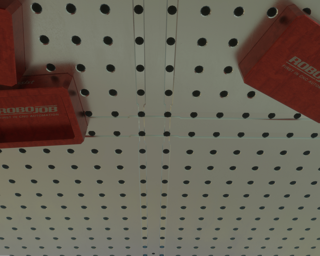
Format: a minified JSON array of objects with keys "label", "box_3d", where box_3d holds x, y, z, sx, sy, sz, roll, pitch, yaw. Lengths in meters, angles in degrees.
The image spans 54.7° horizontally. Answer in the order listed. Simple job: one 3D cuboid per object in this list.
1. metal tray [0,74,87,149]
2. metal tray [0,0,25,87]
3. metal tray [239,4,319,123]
[{"label":"metal tray","box_3d":[-0.167,-0.018,0.390,0.131,0.030,0.089,-3,130,2]},{"label":"metal tray","box_3d":[-0.215,-0.098,0.321,0.131,0.030,0.089,10,130,-9]},{"label":"metal tray","box_3d":[0.170,-0.067,0.354,0.131,0.030,0.089,23,126,-19]}]
